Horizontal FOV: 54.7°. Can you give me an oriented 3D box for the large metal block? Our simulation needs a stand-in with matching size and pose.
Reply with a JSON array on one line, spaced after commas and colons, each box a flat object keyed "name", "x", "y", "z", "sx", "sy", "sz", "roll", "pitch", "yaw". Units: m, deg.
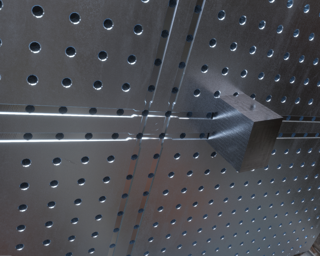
[{"name": "large metal block", "x": 0.118, "y": 0.005, "z": 0.446, "sx": 0.050, "sy": 0.080, "sz": 0.079, "roll": -8, "pitch": 122, "yaw": -25}]
